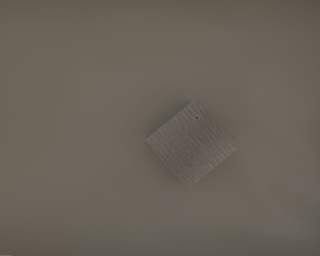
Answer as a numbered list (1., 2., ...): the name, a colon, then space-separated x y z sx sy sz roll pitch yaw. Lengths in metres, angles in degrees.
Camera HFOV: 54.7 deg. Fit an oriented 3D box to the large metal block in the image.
1. large metal block: 0.038 0.019 0.399 0.080 0.050 0.080 -40 91 0
